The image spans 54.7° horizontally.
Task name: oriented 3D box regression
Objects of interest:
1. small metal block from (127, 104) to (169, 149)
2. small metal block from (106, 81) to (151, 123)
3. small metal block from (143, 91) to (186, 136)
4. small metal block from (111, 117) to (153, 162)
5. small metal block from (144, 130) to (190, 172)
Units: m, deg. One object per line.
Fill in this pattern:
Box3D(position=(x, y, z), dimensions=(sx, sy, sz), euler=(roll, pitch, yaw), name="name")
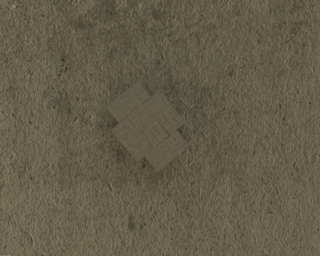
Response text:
Box3D(position=(-0.014, -0.002, 0.398), dimensions=(0.025, 0.050, 0.050), euler=(-40, 91, 0), name="small metal block")
Box3D(position=(-0.038, -0.031, 0.398), dimensions=(0.050, 0.050, 0.025), euler=(-39, 90, 0), name="small metal block")
Box3D(position=(0.005, -0.018, 0.398), dimensions=(0.025, 0.050, 0.050), euler=(-41, 91, 0), name="small metal block")
Box3D(position=(-0.034, 0.014, 0.398), dimensions=(0.025, 0.050, 0.050), euler=(-40, 91, 0), name="small metal block")
Box3D(position=(0.009, 0.028, 0.398), dimensions=(0.050, 0.050, 0.025), euler=(-39, 90, 0), name="small metal block")
